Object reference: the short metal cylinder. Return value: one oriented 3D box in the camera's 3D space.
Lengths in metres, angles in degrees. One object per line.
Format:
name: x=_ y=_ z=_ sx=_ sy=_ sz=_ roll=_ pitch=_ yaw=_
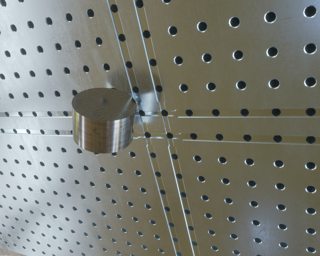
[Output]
short metal cylinder: x=-0.073 y=-0.011 z=0.405 sx=0.080 sy=0.080 sz=0.050 roll=21 pitch=126 yaw=15
